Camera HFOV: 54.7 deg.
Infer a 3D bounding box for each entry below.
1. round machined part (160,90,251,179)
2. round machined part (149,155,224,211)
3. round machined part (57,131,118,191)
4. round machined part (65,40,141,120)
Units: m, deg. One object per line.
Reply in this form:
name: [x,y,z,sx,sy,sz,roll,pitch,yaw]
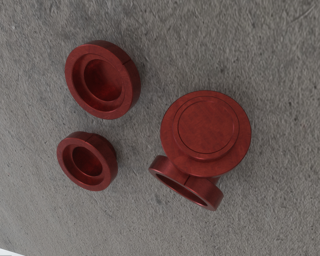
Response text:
round machined part: [0.049,0.004,0.335,0.098,0.098,0.042,25,169,12]
round machined part: [0.038,0.061,0.394,0.098,0.042,0.098,30,165,10]
round machined part: [-0.107,0.047,0.481,0.098,0.042,0.097,13,124,21]
round machined part: [-0.067,-0.063,0.392,0.098,0.042,0.097,13,124,21]
